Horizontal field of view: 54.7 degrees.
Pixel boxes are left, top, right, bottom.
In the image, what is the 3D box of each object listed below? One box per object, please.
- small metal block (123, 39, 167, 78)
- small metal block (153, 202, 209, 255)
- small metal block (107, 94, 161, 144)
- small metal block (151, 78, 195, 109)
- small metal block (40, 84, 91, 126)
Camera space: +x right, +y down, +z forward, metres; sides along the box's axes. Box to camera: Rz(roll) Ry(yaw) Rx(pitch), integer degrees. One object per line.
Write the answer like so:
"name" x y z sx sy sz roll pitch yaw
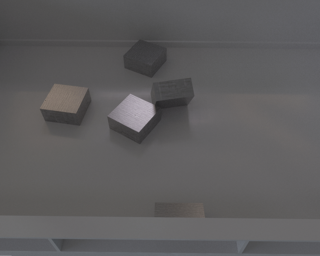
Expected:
"small metal block" -0.023 -0.113 0.499 0.050 0.025 0.050 23 54 18
"small metal block" 0.019 0.102 0.309 0.050 0.025 0.050 1 30 0
"small metal block" -0.034 -0.013 0.416 0.050 0.025 0.050 26 55 20
"small metal block" 0.016 -0.046 0.423 0.050 0.050 0.025 -9 81 -7
"small metal block" -0.130 -0.033 0.432 0.050 0.025 0.050 8 50 6
